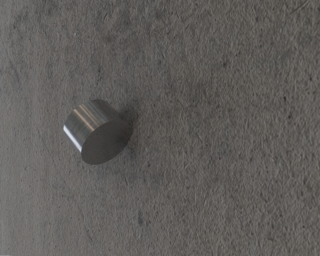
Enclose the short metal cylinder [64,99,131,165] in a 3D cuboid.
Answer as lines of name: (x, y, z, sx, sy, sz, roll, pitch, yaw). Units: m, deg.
short metal cylinder: (-0.089, 0.006, 0.444, 0.050, 0.081, 0.080, 44, 116, 31)
